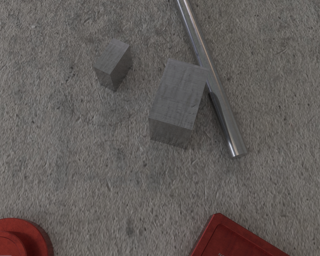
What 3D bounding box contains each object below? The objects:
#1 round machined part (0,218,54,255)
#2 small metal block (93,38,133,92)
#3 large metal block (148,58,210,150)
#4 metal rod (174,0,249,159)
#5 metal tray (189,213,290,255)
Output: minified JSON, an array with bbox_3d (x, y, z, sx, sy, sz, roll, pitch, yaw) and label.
[{"bbox_3d":[-0.174,0.150,0.343,0.099,0.042,0.098,0,70,0],"label":"round machined part"},{"bbox_3d":[-0.063,-0.086,0.426,0.025,0.050,0.050,27,72,9],"label":"small metal block"},{"bbox_3d":[0.023,-0.027,0.389,0.050,0.080,0.080,16,71,6],"label":"large metal block"},{"bbox_3d":[0.063,-0.100,0.444,0.025,0.025,0.299,-14,71,-5],"label":"metal rod"},{"bbox_3d":[0.096,0.167,0.345,0.130,0.030,0.090,30,73,10],"label":"metal tray"}]
